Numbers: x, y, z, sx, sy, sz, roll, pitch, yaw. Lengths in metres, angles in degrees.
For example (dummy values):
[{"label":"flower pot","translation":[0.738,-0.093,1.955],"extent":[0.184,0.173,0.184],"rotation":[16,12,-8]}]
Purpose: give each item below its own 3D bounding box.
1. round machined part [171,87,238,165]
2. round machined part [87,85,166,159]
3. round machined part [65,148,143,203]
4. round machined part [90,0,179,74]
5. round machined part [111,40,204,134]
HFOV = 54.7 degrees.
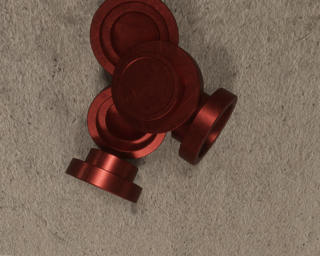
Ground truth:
[{"label":"round machined part","translation":[0.050,-0.007,0.375],"extent":[0.042,0.098,0.097],"rotation":[33,109,16]},{"label":"round machined part","translation":[-0.039,-0.013,0.395],"extent":[0.099,0.042,0.097],"rotation":[0,110,-1]},{"label":"round machined part","translation":[-0.067,0.059,0.400],"extent":[0.098,0.098,0.042],"rotation":[26,75,-10]},{"label":"round machined part","translation":[-0.028,-0.106,0.361],"extent":[0.099,0.042,0.097],"rotation":[0,110,-1]},{"label":"round machined part","translation":[-0.007,-0.042,0.321],"extent":[0.098,0.042,0.097],"rotation":[1,94,18]}]
